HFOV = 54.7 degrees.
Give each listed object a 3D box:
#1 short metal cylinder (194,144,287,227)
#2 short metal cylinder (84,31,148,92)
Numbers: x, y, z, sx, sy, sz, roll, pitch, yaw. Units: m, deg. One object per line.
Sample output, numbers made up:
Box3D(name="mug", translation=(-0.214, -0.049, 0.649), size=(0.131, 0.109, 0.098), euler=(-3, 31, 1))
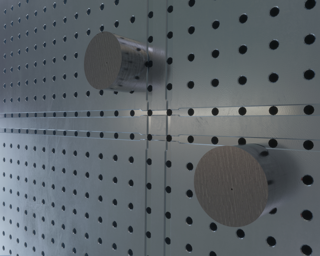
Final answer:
Box3D(name="short metal cylinder", translation=(0.083, 0.057, 0.324), size=(0.080, 0.050, 0.079), euler=(0, 90, 40))
Box3D(name="short metal cylinder", translation=(-0.064, -0.093, 0.446), size=(0.080, 0.050, 0.079), euler=(0, 90, 40))
